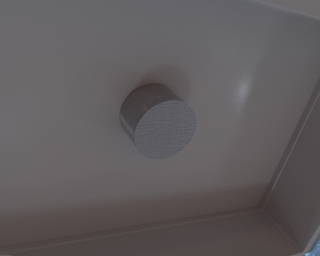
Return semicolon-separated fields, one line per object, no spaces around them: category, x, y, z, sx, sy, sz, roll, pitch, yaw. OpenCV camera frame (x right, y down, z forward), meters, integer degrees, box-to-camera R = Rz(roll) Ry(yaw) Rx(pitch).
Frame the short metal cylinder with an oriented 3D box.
short metal cylinder;-0.003;-0.008;0.383;0.081;0.050;0.080;-14;124;-21
